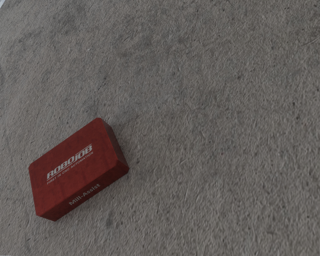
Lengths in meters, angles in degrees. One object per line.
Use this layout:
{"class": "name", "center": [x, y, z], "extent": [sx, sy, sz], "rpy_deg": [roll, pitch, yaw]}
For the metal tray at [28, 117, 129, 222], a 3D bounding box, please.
{"class": "metal tray", "center": [-0.116, 0.056, 0.429], "extent": [0.130, 0.030, 0.090], "rpy_deg": [-34, 51, 5]}
